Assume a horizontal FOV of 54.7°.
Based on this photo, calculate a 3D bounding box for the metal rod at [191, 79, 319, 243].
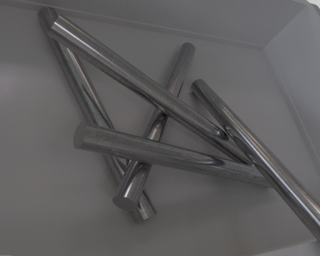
[{"bbox_3d":[0.110,0.022,0.369,0.025,0.025,0.300,3,34,-27],"label":"metal rod"}]

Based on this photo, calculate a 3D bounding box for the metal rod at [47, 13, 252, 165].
[{"bbox_3d":[0.009,-0.030,0.371,0.301,0.025,0.025,33,50,-25],"label":"metal rod"}]

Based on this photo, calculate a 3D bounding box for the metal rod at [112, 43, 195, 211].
[{"bbox_3d":[0.006,-0.028,0.406,0.025,0.025,0.301,30,46,-9],"label":"metal rod"}]

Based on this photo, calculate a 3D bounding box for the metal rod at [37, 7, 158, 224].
[{"bbox_3d":[-0.083,-0.028,0.377,0.025,0.025,0.299,-18,71,-35],"label":"metal rod"}]

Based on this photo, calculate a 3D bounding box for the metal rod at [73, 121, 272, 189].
[{"bbox_3d":[0.047,0.041,0.361,0.302,0.025,0.025,16,54,-36],"label":"metal rod"}]
